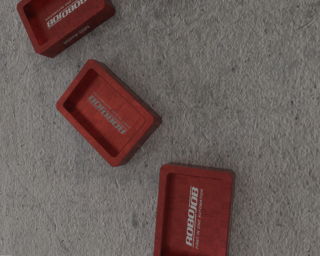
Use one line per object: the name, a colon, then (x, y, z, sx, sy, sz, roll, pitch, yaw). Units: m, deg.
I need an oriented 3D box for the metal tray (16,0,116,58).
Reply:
metal tray: (-0.140, -0.175, 0.455, 0.130, 0.030, 0.090, -28, 81, 17)

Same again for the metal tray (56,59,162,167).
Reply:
metal tray: (-0.073, -0.021, 0.432, 0.130, 0.030, 0.090, 44, 103, 14)

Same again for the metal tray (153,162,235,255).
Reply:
metal tray: (0.043, 0.113, 0.390, 0.090, 0.030, 0.129, 5, 92, 19)
